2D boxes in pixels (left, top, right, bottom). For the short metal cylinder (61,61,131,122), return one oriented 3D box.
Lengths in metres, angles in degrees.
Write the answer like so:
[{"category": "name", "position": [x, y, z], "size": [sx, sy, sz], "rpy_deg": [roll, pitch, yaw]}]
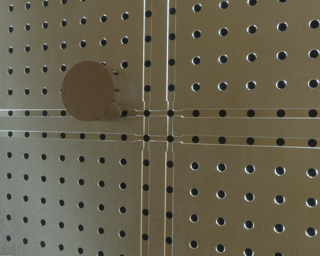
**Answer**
[{"category": "short metal cylinder", "position": [-0.088, -0.049, 0.431], "size": [0.080, 0.050, 0.080], "rpy_deg": [0, 90, 20]}]
